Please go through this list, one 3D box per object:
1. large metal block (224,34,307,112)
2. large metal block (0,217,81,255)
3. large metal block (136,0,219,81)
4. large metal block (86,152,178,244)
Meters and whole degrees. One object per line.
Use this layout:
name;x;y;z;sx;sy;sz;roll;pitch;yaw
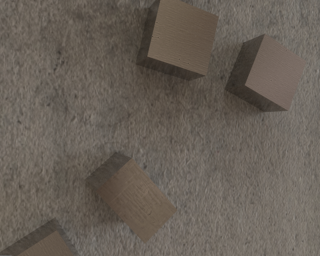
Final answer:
large metal block;0.154;-0.077;0.454;0.080;0.050;0.080;26;81;-19
large metal block;-0.133;0.163;0.347;0.080;0.050;0.080;-31;101;-18
large metal block;0.022;-0.114;0.405;0.081;0.050;0.080;14;85;-20
large metal block;-0.037;0.078;0.367;0.050;0.080;0.080;-43;104;-15
